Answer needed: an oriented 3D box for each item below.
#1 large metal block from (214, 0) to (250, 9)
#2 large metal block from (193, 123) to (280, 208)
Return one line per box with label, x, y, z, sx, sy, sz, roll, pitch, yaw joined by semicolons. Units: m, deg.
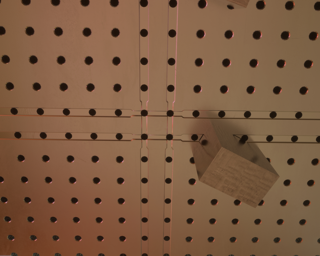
large metal block;0.067;-0.183;0.333;0.080;0.050;0.080;19;109;-7
large metal block;0.093;0.046;0.401;0.080;0.080;0.050;27;108;-10
